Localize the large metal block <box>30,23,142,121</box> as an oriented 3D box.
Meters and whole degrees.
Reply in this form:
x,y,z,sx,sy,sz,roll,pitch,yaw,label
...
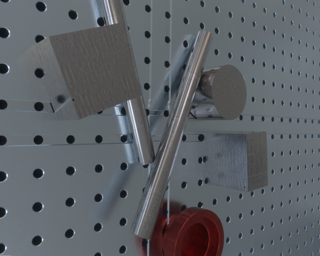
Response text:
x,y,z,sx,sy,sz,roll,pitch,yaw,label
-0.076,-0.059,0.329,0.081,0.050,0.080,-27,107,-37,large metal block

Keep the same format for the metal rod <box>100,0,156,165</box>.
x,y,z,sx,sy,sz,roll,pitch,yaw,label
-0.047,-0.101,0.369,0.025,0.025,0.298,-20,103,-38,metal rod

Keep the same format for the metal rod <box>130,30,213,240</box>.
x,y,z,sx,sy,sz,roll,pitch,yaw,label
0.023,-0.008,0.406,0.025,0.025,0.300,36,61,-34,metal rod

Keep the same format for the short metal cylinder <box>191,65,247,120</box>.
x,y,z,sx,sy,sz,roll,pitch,yaw,label
0.085,-0.051,0.465,0.081,0.050,0.079,0,90,-40,short metal cylinder

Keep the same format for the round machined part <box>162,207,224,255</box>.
x,y,z,sx,sy,sz,roll,pitch,yaw,label
0.042,0.159,0.434,0.099,0.042,0.097,0,90,-40,round machined part

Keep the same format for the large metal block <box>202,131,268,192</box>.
x,y,z,sx,sy,sz,roll,pitch,yaw,label
0.112,0.046,0.468,0.050,0.080,0.079,-4,93,-40,large metal block
